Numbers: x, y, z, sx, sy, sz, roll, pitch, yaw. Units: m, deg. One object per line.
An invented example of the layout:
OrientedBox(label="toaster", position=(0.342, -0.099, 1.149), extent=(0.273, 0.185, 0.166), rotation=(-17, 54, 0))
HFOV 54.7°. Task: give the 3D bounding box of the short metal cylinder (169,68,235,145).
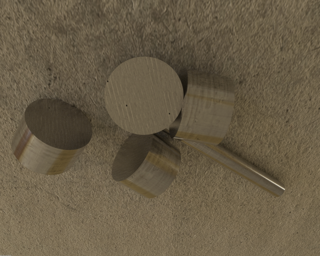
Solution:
OrientedBox(label="short metal cylinder", position=(0.044, -0.024, 0.351), extent=(0.050, 0.080, 0.079), rotation=(10, 130, -8))

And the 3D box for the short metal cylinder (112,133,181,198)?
OrientedBox(label="short metal cylinder", position=(-0.019, 0.046, 0.410), extent=(0.050, 0.080, 0.080), rotation=(37, 121, -27))

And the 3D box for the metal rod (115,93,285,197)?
OrientedBox(label="metal rod", position=(0.069, 0.028, 0.431), extent=(0.301, 0.025, 0.025), rotation=(30, 124, -24))

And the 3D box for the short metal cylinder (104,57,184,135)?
OrientedBox(label="short metal cylinder", position=(-0.019, -0.037, 0.338), extent=(0.081, 0.050, 0.079), rotation=(-2, 103, -8))

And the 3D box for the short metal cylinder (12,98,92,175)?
OrientedBox(label="short metal cylinder", position=(-0.131, 0.010, 0.378), extent=(0.080, 0.080, 0.050), rotation=(26, 125, -21))
